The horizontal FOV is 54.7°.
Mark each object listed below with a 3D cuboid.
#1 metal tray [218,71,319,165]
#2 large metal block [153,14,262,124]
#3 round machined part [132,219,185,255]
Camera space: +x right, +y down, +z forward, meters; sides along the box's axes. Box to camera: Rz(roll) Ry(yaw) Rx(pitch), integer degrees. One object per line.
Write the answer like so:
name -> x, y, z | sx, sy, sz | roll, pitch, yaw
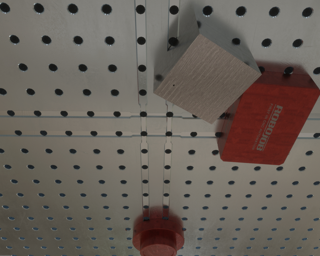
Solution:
metal tray -> 0.135, -0.008, 0.402 | 0.091, 0.030, 0.129 | 4, 130, -4
large metal block -> 0.049, -0.062, 0.343 | 0.080, 0.050, 0.080 | 27, 125, -21
round machined part -> -0.003, 0.218, 0.586 | 0.099, 0.042, 0.097 | 0, 130, 0
